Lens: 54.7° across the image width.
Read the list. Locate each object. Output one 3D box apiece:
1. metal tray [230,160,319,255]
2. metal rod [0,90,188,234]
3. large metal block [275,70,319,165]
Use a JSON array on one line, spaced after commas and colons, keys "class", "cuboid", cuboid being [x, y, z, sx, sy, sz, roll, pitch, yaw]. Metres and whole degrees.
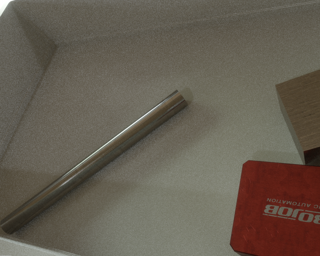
[{"class": "metal tray", "cuboid": [0.137, 0.081, 0.281, 0.130, 0.030, 0.090, 2, 63, 29]}, {"class": "metal rod", "cuboid": [-0.091, 0.048, 0.422, 0.300, 0.025, 0.025, -36, 51, 3]}, {"class": "large metal block", "cuboid": [0.171, -0.013, 0.308, 0.080, 0.050, 0.080, -19, 54, 16]}]
